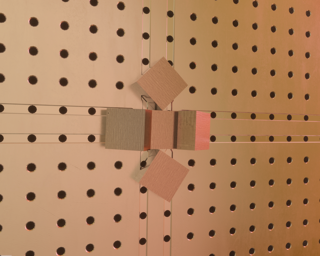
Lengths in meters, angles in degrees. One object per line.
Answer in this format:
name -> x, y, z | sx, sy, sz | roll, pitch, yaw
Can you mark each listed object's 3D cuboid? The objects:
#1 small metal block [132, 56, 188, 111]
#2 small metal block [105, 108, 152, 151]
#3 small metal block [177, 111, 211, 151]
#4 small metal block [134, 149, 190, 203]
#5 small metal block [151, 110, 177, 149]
small metal block -> 0.000, -0.057, 0.412 | 0.050, 0.025, 0.050 | -46, 104, -15
small metal block -> -0.039, 0.002, 0.385 | 0.050, 0.025, 0.050 | 2, 90, 16
small metal block -> 0.046, 0.004, 0.415 | 0.050, 0.025, 0.050 | 4, 88, -60
small metal block -> 0.002, 0.062, 0.413 | 0.050, 0.025, 0.050 | 36, 79, -15
small metal block -> 0.001, 0.002, 0.412 | 0.050, 0.025, 0.050 | 1, 89, -20
